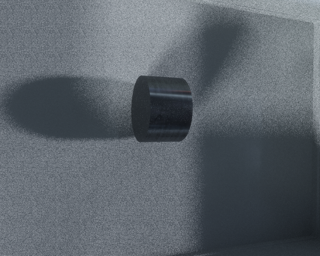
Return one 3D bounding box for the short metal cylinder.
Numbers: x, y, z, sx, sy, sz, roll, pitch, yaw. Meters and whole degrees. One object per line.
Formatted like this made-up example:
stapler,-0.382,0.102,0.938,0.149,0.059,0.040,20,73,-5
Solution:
short metal cylinder,0.000,-0.023,0.380,0.050,0.080,0.079,0,90,-20
